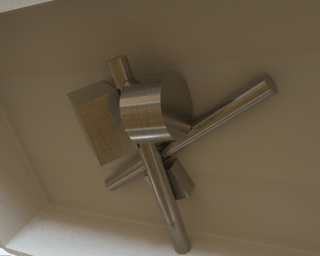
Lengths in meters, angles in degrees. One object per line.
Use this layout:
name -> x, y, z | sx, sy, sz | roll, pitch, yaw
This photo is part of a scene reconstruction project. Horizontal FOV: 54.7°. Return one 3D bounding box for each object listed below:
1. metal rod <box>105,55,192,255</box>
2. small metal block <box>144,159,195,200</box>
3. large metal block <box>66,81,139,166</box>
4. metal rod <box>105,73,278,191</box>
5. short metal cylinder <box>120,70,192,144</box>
metal rod -> -0.007, 0.052, 0.408 | 0.025, 0.025, 0.298 | -5, 115, 30
small metal block -> 0.014, 0.077, 0.446 | 0.050, 0.025, 0.050 | -23, 106, 36
large metal block -> -0.075, -0.009, 0.398 | 0.080, 0.050, 0.080 | 34, 145, 61
metal rod -> 0.017, 0.022, 0.409 | 0.025, 0.025, 0.299 | 49, 128, -7
short metal cylinder -> -0.002, -0.022, 0.356 | 0.050, 0.080, 0.080 | -5, 116, 29
